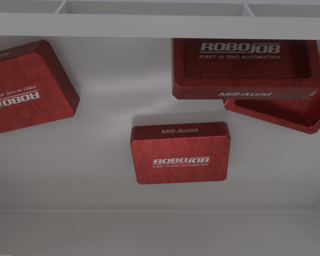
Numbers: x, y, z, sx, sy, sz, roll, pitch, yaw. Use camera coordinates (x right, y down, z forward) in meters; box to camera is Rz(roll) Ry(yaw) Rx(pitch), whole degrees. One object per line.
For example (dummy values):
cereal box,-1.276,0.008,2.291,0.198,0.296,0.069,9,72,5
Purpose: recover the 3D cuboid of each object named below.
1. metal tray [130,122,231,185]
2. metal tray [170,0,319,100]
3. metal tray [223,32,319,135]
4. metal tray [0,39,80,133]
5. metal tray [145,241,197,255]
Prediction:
metal tray,0.029,0.038,0.438,0.131,0.030,0.089,-3,130,2
metal tray,0.077,-0.074,0.292,0.131,0.090,0.030,0,165,-2
metal tray,0.150,-0.048,0.366,0.131,0.030,0.089,15,129,-13
metal tray,-0.175,-0.043,0.367,0.131,0.030,0.090,-12,129,10
metal tray,0.009,0.294,0.658,0.091,0.030,0.129,20,127,-17
